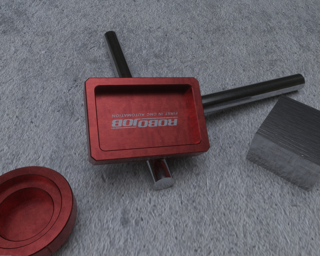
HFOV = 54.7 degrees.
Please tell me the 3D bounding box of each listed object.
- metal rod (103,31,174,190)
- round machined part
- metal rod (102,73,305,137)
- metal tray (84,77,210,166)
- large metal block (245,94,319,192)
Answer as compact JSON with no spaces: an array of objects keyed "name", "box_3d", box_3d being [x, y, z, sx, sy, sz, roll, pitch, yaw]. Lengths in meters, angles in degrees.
[{"name":"metal rod","box_3d":[-0.040,-0.047,0.441,0.025,0.025,0.300,-13,51,-11]},{"name":"round machined part","box_3d":[-0.134,0.091,0.314,0.099,0.042,0.098,0,50,0]},{"name":"metal rod","box_3d":[0.070,-0.034,0.412,0.302,0.025,0.025,-14,52,-20]},{"name":"metal tray","box_3d":[-0.015,-0.010,0.348,0.131,0.030,0.090,-3,75,-18]},{"name":"large metal block","box_3d":[0.164,0.016,0.376,0.080,0.050,0.080,29,56,22]}]
